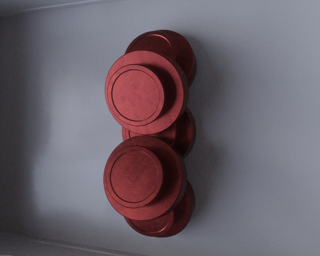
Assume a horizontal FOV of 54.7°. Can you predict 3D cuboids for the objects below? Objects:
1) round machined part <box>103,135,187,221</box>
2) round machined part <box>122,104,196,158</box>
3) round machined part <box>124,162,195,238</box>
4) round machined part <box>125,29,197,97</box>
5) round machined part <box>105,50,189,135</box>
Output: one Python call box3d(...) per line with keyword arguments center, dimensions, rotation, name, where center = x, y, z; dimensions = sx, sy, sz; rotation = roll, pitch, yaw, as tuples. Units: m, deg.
box3d(center=(-0.022, 0.056, 0.353), dimensions=(0.098, 0.042, 0.098), rotation=(-4, 78, 19), name="round machined part")
box3d(center=(-0.006, 0.004, 0.402), dimensions=(0.098, 0.042, 0.097), rotation=(0, 89, 20), name="round machined part")
box3d(center=(-0.009, 0.095, 0.388), dimensions=(0.098, 0.042, 0.097), rotation=(5, 107, 18), name="round machined part")
box3d(center=(-0.006, -0.082, 0.390), dimensions=(0.098, 0.042, 0.098), rotation=(-5, 72, 18), name="round machined part")
box3d(center=(-0.020, -0.039, 0.352), dimensions=(0.098, 0.042, 0.097), rotation=(5, 104, 19), name="round machined part")
